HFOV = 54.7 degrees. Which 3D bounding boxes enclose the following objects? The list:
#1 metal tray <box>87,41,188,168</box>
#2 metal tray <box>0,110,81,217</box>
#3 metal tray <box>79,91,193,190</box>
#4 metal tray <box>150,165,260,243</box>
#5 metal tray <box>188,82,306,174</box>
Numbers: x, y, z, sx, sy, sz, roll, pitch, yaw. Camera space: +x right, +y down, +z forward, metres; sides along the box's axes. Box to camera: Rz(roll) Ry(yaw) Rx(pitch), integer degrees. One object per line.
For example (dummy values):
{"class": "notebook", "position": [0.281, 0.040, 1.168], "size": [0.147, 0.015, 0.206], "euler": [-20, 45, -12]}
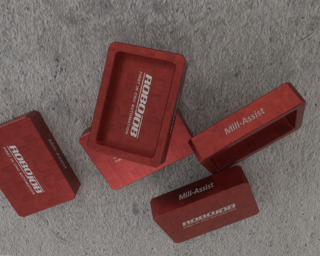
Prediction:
{"class": "metal tray", "position": [-0.026, -0.027, 0.364], "size": [0.090, 0.030, 0.129], "euler": [14, 92, 10]}
{"class": "metal tray", "position": [-0.180, 0.051, 0.424], "size": [0.090, 0.030, 0.129], "euler": [-21, 109, 7]}
{"class": "metal tray", "position": [-0.027, 0.016, 0.413], "size": [0.130, 0.030, 0.090], "euler": [-27, 108, 9]}
{"class": "metal tray", "position": [0.064, 0.109, 0.429], "size": [0.130, 0.030, 0.090], "euler": [-23, 134, 8]}
{"class": "metal tray", "position": [0.107, 0.007, 0.377], "size": [0.130, 0.090, 0.030], "euler": [-31, 64, 8]}
